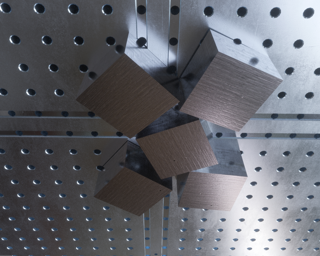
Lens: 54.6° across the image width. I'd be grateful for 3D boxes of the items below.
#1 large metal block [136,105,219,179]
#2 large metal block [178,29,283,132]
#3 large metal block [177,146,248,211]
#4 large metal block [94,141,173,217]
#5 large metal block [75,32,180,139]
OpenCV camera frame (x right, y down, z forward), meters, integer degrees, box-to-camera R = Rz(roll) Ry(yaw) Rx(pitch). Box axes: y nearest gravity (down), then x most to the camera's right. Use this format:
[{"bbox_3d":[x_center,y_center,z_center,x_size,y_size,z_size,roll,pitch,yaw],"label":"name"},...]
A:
[{"bbox_3d":[0.023,0.014,0.406,0.080,0.050,0.080,-18,128,14],"label":"large metal block"},{"bbox_3d":[0.074,-0.051,0.351,0.080,0.050,0.080,18,128,-19],"label":"large metal block"},{"bbox_3d":[0.073,0.076,0.460,0.080,0.050,0.079,6,130,-6],"label":"large metal block"},{"bbox_3d":[-0.039,0.077,0.458,0.080,0.050,0.080,31,123,-23],"label":"large metal block"},{"bbox_3d":[-0.035,-0.046,0.355,0.080,0.050,0.080,-36,121,27],"label":"large metal block"}]
